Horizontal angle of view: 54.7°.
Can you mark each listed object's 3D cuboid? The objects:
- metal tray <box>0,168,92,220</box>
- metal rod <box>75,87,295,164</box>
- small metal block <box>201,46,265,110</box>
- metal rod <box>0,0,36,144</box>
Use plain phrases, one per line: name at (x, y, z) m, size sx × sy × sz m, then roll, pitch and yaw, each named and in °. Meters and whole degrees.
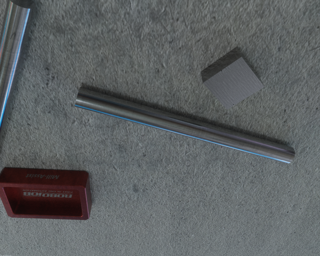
metal tray at (-0.179, 0.106, 0.491) m, size 0.131 × 0.030 × 0.089 m, roll 3°, pitch 130°, yaw -3°
metal rod at (0.042, 0.001, 0.408) m, size 0.302 × 0.025 × 0.025 m, roll 15°, pitch 128°, yaw -13°
small metal block at (0.084, -0.057, 0.360) m, size 0.050 × 0.025 × 0.050 m, roll -33°, pitch 123°, yaw 24°
metal rod at (-0.202, -0.022, 0.385) m, size 0.025 × 0.025 × 0.298 m, roll 22°, pitch 127°, yaw -18°
